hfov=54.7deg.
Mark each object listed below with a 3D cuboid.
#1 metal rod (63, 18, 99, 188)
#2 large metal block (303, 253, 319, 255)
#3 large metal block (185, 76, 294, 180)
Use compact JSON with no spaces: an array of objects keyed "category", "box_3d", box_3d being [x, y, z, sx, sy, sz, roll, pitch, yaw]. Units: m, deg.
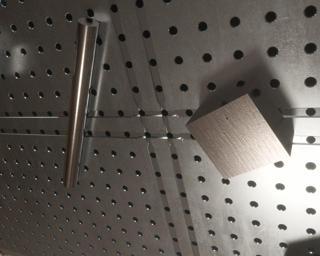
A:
[{"category":"metal rod","box_3d":[-0.124,-0.015,0.464,0.025,0.025,0.298,27,128,11]},{"category":"large metal block","box_3d":[0.221,0.217,0.413,0.080,0.050,0.080,-33,101,38]},{"category":"large metal block","box_3d":[0.090,0.002,0.348,0.080,0.050,0.080,-29,103,37]}]
